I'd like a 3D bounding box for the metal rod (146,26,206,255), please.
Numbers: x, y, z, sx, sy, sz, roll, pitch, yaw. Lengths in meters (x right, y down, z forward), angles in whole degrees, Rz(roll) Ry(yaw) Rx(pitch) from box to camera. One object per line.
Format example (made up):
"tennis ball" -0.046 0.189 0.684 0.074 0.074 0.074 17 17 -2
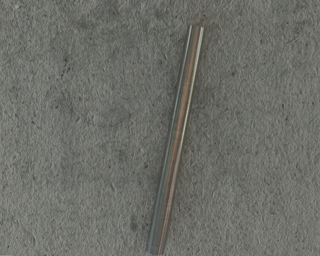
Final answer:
"metal rod" 0.021 0.016 0.410 0.025 0.025 0.299 11 90 0
